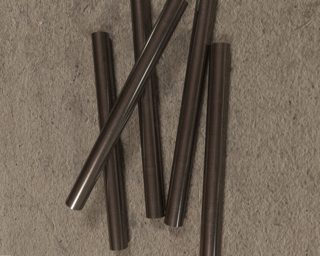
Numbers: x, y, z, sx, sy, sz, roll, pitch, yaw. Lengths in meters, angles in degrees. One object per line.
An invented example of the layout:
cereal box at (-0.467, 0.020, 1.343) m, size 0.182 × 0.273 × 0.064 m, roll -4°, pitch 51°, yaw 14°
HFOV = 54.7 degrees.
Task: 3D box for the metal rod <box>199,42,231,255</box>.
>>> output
metal rod at (0.067, 0.047, 0.384) m, size 0.025 × 0.025 × 0.298 m, roll 3°, pitch 91°, yaw 19°

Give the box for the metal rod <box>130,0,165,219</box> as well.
metal rod at (-0.017, -0.032, 0.414) m, size 0.025 × 0.025 × 0.298 m, roll -5°, pitch 88°, yaw 19°

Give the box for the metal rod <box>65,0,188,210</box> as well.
metal rod at (-0.047, -0.025, 0.396) m, size 0.025 × 0.025 × 0.299 m, roll 31°, pitch 100°, yaw 17°

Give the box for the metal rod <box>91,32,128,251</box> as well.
metal rod at (-0.070, 0.016, 0.432) m, size 0.025 × 0.025 × 0.298 m, roll -6°, pitch 88°, yaw 19°

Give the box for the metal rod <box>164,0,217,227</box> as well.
metal rod at (0.039, -0.024, 0.394) m, size 0.025 × 0.025 × 0.298 m, roll 9°, pitch 93°, yaw 19°
